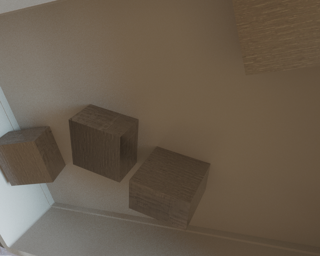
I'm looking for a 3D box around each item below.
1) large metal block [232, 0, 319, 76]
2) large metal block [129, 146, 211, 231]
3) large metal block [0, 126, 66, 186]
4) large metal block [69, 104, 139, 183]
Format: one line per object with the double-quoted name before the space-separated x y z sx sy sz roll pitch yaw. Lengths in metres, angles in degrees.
"large metal block" 0.114 -0.097 0.272 0.080 0.050 0.080 -3 117 30
"large metal block" 0.014 0.077 0.413 0.080 0.080 0.050 17 125 18
"large metal block" -0.220 0.048 0.526 0.080 0.050 0.080 -7 116 14
"large metal block" -0.080 0.021 0.448 0.080 0.050 0.079 18 126 18
